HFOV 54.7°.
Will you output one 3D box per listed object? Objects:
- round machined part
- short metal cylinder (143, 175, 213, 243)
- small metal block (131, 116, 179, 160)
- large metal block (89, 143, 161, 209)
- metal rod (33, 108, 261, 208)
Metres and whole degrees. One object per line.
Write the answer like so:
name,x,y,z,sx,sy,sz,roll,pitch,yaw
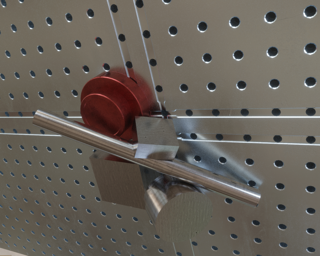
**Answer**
round machined part,-0.067,-0.023,0.420,0.098,0.042,0.097,13,124,20
short metal cylinder,0.024,0.106,0.419,0.081,0.050,0.079,-9,116,-18
small metal block,-0.007,0.012,0.393,0.050,0.050,0.025,5,131,-15
large metal block,-0.047,0.067,0.457,0.080,0.050,0.079,5,121,25
metal rod,-0.016,0.038,0.400,0.301,0.025,0.025,21,127,-1
